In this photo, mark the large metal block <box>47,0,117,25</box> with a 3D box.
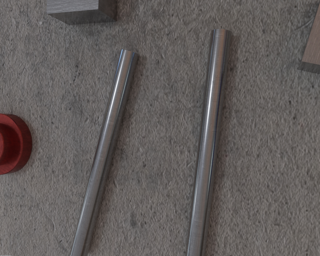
[{"bbox_3d":[-0.107,-0.194,0.432,0.080,0.050,0.079,3,91,19],"label":"large metal block"}]

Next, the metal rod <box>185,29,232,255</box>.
[{"bbox_3d":[0.059,0.030,0.387,0.025,0.025,0.298,7,92,19],"label":"metal rod"}]

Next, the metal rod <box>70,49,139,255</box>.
[{"bbox_3d":[-0.079,0.040,0.435,0.025,0.025,0.298,17,95,19],"label":"metal rod"}]

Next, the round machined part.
[{"bbox_3d":[-0.256,0.025,0.488,0.098,0.042,0.097,0,90,19],"label":"round machined part"}]

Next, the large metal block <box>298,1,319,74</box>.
[{"bbox_3d":[0.201,-0.096,0.325,0.080,0.050,0.079,17,96,18],"label":"large metal block"}]
